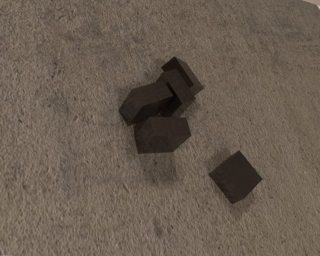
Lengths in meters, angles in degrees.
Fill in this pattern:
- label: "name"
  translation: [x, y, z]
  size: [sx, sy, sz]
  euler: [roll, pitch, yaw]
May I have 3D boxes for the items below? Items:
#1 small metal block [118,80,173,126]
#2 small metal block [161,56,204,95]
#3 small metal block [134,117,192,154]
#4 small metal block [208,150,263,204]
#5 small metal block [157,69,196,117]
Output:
- label: "small metal block"
  translation: [-0.019, -0.032, 0.398]
  size: [0.050, 0.050, 0.025]
  euler: [-22, 74, -36]
- label: "small metal block"
  translation: [0.034, -0.073, 0.454]
  size: [0.050, 0.025, 0.050]
  euler: [58, 20, 12]
- label: "small metal block"
  translation: [0.003, 0.010, 0.385]
  size: [0.050, 0.050, 0.025]
  euler: [0, 62, -29]
- label: "small metal block"
  translation: [0.103, 0.066, 0.421]
  size: [0.050, 0.025, 0.050]
  euler: [-31, 79, -38]
- label: "small metal block"
  translation: [0.015, -0.044, 0.424]
  size: [0.025, 0.050, 0.050]
  euler: [-21, 74, -35]
